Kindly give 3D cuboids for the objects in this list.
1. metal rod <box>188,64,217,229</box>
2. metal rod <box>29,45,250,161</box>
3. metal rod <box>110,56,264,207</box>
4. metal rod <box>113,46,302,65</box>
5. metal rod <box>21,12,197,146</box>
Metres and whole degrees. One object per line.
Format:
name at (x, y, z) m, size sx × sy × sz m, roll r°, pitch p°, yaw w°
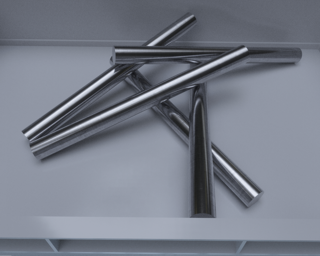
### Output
metal rod at (0.049, -0.015, 0.387) m, size 0.025 × 0.025 × 0.300 m, roll 4°, pitch 41°, yaw 3°
metal rod at (-0.019, -0.036, 0.401) m, size 0.302 × 0.025 × 0.025 m, roll -26°, pitch 54°, yaw -8°
metal rod at (0.018, -0.015, 0.418) m, size 0.025 × 0.025 × 0.300 m, roll -29°, pitch 56°, yaw -22°
metal rod at (0.081, -0.109, 0.462) m, size 0.303 × 0.025 × 0.025 m, roll -4°, pitch 50°, yaw -18°
metal rod at (-0.059, -0.079, 0.441) m, size 0.301 × 0.025 × 0.025 m, roll -40°, pitch 61°, yaw -19°
